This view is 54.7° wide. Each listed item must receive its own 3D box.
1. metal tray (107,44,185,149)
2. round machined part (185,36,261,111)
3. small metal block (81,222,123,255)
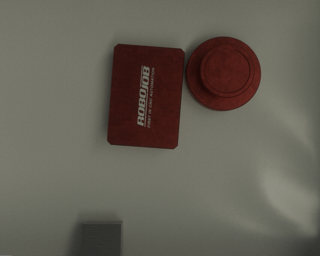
[{"bbox_3d":[-0.018,-0.040,0.409,0.091,0.030,0.129,4,90,-1],"label":"metal tray"},{"bbox_3d":[0.084,-0.071,0.404,0.099,0.042,0.097,0,90,-1],"label":"round machined part"},{"bbox_3d":[-0.075,0.150,0.406,0.050,0.025,0.050,0,80,-1],"label":"small metal block"}]
